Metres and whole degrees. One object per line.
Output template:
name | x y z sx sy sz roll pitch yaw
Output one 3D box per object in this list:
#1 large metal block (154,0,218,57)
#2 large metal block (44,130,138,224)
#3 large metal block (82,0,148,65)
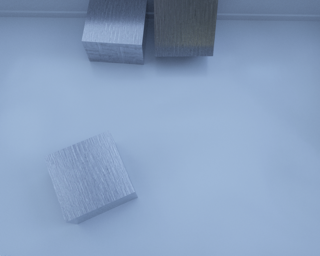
large metal block | 0.033 -0.146 0.426 0.081 0.079 0.050 -1 34 0
large metal block | -0.081 0.060 0.374 0.080 0.050 0.080 -23 72 -8
large metal block | -0.061 -0.142 0.448 0.080 0.050 0.080 4 70 1
